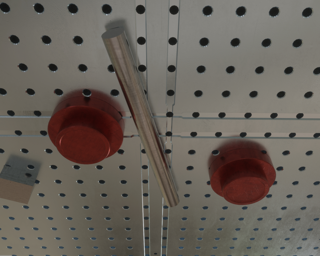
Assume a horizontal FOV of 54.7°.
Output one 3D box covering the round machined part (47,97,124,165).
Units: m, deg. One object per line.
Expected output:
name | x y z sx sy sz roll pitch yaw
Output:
round machined part | -0.098 0.010 0.408 0.099 0.042 0.097 0 130 0

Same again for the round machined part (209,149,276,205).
round machined part | 0.126 0.080 0.470 0.099 0.042 0.097 0 130 0

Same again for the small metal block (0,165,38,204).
small metal block | -0.225 0.090 0.486 0.050 0.025 0.050 19 128 -16

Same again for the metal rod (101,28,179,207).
metal rod | -0.015 0.011 0.420 0.025 0.025 0.299 -11 130 9
